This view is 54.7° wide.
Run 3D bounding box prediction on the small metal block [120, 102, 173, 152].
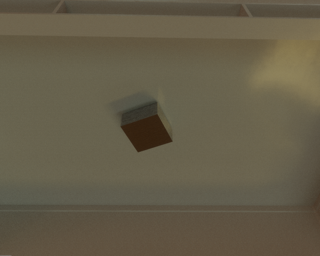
[{"bbox_3d":[-0.016,0.000,0.404,0.050,0.025,0.050,-18,128,14],"label":"small metal block"}]
